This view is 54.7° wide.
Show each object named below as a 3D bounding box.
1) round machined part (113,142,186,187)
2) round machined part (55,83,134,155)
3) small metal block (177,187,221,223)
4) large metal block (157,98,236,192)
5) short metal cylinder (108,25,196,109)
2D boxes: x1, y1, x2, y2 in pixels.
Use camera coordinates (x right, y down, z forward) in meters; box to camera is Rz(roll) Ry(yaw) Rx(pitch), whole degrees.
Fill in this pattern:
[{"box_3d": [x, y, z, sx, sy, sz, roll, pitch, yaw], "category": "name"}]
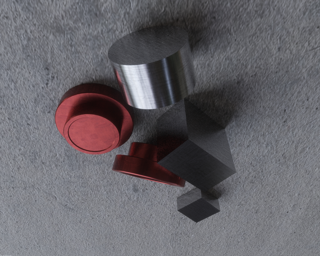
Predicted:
[{"box_3d": [-0.011, 0.048, 0.415, 0.099, 0.042, 0.098, 13, 168, 3], "category": "round machined part"}, {"box_3d": [-0.083, -0.004, 0.391, 0.099, 0.042, 0.097, -1, 130, 0], "category": "round machined part"}, {"box_3d": [0.064, 0.128, 0.517, 0.050, 0.025, 0.050, -35, 122, 26], "category": "small metal block"}, {"box_3d": [0.043, 0.020, 0.389, 0.080, 0.080, 0.050, 35, 122, -26], "category": "large metal block"}, {"box_3d": [-0.007, -0.064, 0.317, 0.080, 0.080, 0.050, -10, 130, 7], "category": "short metal cylinder"}]
